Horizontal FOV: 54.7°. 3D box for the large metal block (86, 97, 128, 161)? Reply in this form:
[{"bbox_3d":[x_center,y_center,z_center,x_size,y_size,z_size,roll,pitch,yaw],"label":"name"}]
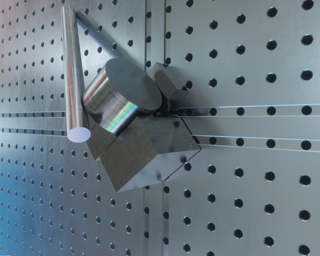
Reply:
[{"bbox_3d":[-0.059,-0.006,0.421,0.050,0.081,0.080,-45,63,30],"label":"large metal block"}]

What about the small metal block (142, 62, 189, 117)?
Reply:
[{"bbox_3d":[0.002,-0.049,0.407,0.050,0.025,0.050,-49,62,28],"label":"small metal block"}]

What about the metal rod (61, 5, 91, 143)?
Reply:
[{"bbox_3d":[-0.125,-0.097,0.442,0.025,0.025,0.300,-49,40,29],"label":"metal rod"}]

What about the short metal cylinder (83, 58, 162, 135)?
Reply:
[{"bbox_3d":[-0.045,-0.038,0.375,0.050,0.081,0.080,-44,64,31],"label":"short metal cylinder"}]

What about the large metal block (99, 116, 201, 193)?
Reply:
[{"bbox_3d":[-0.012,0.031,0.379,0.080,0.081,0.050,-45,64,30],"label":"large metal block"}]
